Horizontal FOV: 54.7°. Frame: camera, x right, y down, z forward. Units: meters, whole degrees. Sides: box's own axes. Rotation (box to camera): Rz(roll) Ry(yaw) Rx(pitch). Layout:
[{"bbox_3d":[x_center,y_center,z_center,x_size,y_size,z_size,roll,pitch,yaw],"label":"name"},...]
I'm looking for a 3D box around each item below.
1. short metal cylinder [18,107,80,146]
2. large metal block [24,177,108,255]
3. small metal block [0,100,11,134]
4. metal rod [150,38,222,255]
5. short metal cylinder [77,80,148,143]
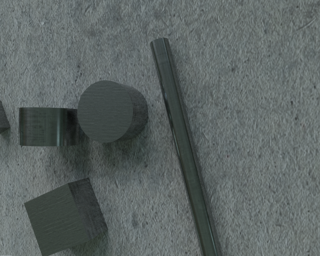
[{"bbox_3d":[-0.154,-0.002,0.434,0.080,0.080,0.050,1,91,20],"label":"short metal cylinder"},{"bbox_3d":[-0.134,0.126,0.443,0.080,0.050,0.080,-25,82,18],"label":"large metal block"},{"bbox_3d":[-0.275,-0.018,0.493,0.025,0.050,0.050,-26,81,18],"label":"small metal block"},{"bbox_3d":[0.034,0.031,0.397,0.025,0.025,0.298,-15,85,19],"label":"metal rod"},{"bbox_3d":[-0.062,-0.021,0.418,0.080,0.050,0.080,0,90,20],"label":"short metal cylinder"}]
